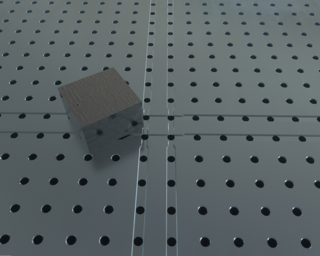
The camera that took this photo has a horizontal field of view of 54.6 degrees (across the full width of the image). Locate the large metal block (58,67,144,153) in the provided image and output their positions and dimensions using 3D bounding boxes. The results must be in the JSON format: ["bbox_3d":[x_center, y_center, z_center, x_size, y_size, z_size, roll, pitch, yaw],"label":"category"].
[{"bbox_3d":[-0.078,-0.027,0.414,0.080,0.050,0.080,-26,55,-20],"label":"large metal block"}]
